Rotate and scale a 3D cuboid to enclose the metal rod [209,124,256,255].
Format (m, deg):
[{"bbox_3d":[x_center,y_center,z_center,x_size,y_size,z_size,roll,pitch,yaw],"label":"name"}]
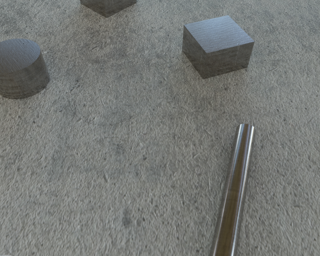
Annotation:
[{"bbox_3d":[0.065,0.112,0.309,0.025,0.025,0.300,14,51,11],"label":"metal rod"}]

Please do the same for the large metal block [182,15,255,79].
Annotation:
[{"bbox_3d":[0.090,-0.131,0.498,0.081,0.050,0.080,-17,52,-14],"label":"large metal block"}]

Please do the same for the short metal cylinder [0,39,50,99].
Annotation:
[{"bbox_3d":[-0.212,-0.088,0.460,0.081,0.050,0.080,0,50,0],"label":"short metal cylinder"}]

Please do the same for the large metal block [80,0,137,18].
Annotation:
[{"bbox_3d":[-0.105,-0.271,0.614,0.080,0.050,0.080,36,58,26],"label":"large metal block"}]
